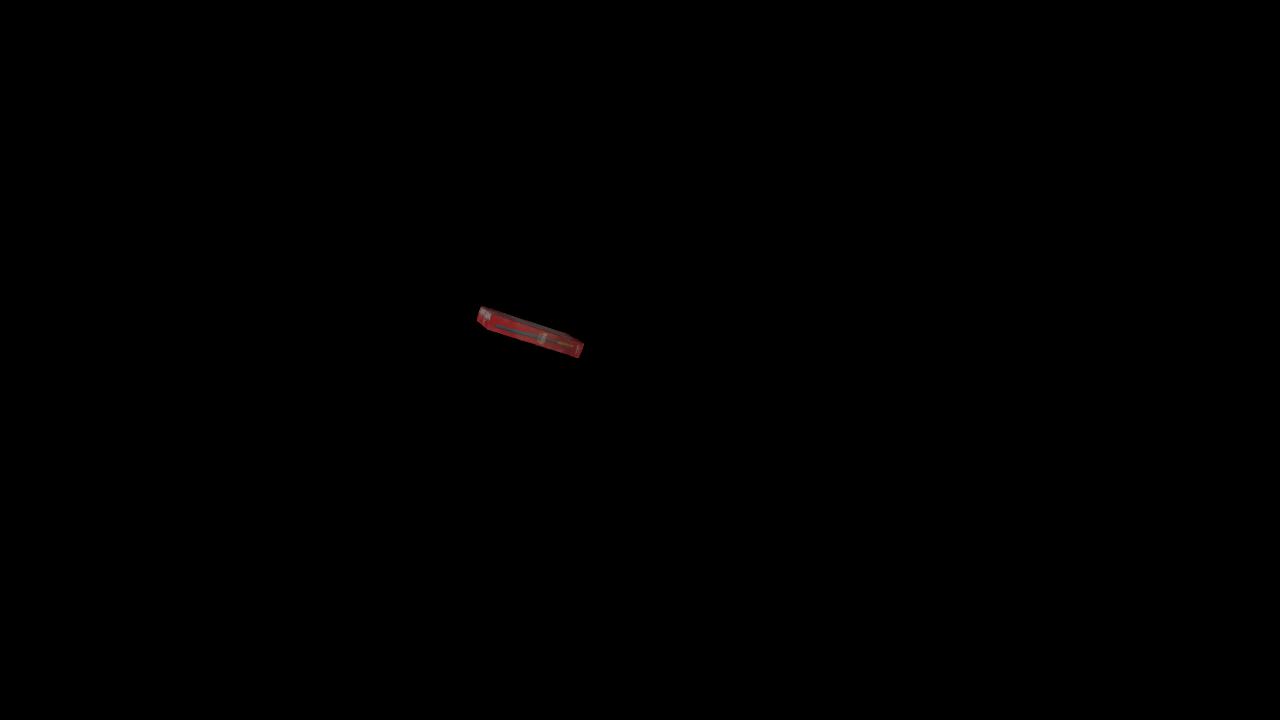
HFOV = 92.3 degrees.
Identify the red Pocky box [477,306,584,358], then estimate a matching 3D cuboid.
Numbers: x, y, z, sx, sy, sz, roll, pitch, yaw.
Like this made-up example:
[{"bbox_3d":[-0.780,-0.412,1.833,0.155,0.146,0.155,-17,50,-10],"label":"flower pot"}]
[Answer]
[{"bbox_3d":[-0.171,-0.043,0.959,0.155,0.028,0.083,18,4,-27],"label":"red Pocky box"}]
